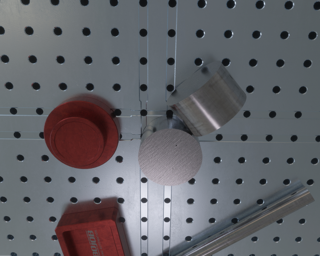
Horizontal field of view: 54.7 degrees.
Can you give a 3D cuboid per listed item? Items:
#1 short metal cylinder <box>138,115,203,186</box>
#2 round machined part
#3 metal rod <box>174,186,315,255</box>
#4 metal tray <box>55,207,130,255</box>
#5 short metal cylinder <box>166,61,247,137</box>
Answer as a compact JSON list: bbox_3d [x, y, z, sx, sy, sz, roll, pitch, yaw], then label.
[{"bbox_3d":[0.013,0.029,0.410,0.080,0.050,0.079,0,111,1],"label":"short metal cylinder"},{"bbox_3d":[-0.104,0.011,0.407,0.099,0.042,0.097,0,110,0],"label":"round machined part"},{"bbox_3d":[0.093,0.174,0.478,0.300,0.025,0.025,-33,107,11],"label":"metal rod"},{"bbox_3d":[-0.098,0.191,0.480,0.090,0.030,0.129,-9,110,3],"label":"metal tray"},{"bbox_3d":[0.055,-0.035,0.371,0.080,0.080,0.050,-38,106,13],"label":"short metal cylinder"}]
